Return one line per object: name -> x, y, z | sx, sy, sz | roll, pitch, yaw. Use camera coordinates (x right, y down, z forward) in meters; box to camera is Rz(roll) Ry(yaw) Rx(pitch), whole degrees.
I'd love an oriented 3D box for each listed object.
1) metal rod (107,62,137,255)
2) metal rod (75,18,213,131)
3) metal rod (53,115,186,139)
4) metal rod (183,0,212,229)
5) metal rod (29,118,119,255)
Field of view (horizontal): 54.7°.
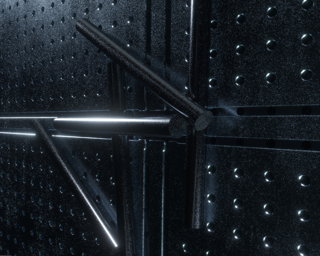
metal rod -> -0.056, 0.053, 0.452 | 0.025, 0.025, 0.298 | -7, 85, 39
metal rod -> -0.041, -0.089, 0.421 | 0.300, 0.025, 0.025 | 43, 116, 37
metal rod -> -0.080, -0.004, 0.439 | 0.300, 0.025, 0.025 | 2, 91, 49
metal rod -> 0.045, -0.032, 0.370 | 0.025, 0.025, 0.298 | 3, 92, 39
metal rod -> -0.153, 0.085, 0.532 | 0.300, 0.025, 0.025 | 47, 118, 29
